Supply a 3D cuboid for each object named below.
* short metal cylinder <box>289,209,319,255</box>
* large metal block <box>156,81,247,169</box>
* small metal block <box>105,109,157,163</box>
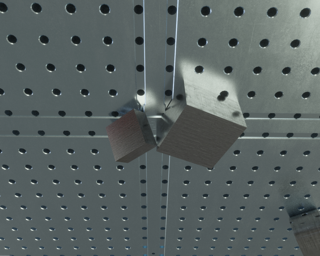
[{"bbox_3d":[0.268,0.188,0.540,0.050,0.080,0.080,-26,126,20],"label":"short metal cylinder"},{"bbox_3d":[0.049,-0.002,0.395,0.081,0.050,0.079,19,127,-16],"label":"large metal block"},{"bbox_3d":[-0.038,0.011,0.400,0.050,0.050,0.025,-32,154,23],"label":"small metal block"}]
